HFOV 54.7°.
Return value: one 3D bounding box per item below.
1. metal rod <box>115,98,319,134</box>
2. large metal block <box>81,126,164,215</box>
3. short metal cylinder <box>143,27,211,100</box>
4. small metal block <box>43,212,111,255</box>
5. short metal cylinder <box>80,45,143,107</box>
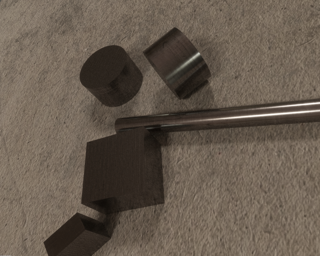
[{"bbox_3d":[0.079,-0.012,0.368,0.301,0.025,0.025,-4,60,25],"label":"metal rod"},{"bbox_3d":[-0.044,0.053,0.377,0.080,0.050,0.080,-16,55,19],"label":"large metal block"},{"bbox_3d":[0.022,-0.084,0.407,0.050,0.080,0.080,-38,51,3],"label":"short metal cylinder"},{"bbox_3d":[-0.094,0.129,0.356,0.050,0.050,0.025,-42,51,-1],"label":"small metal block"},{"bbox_3d":[-0.074,-0.079,0.473,0.080,0.050,0.080,-13,56,20],"label":"short metal cylinder"}]
